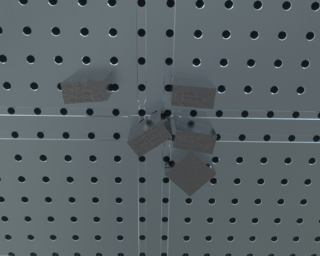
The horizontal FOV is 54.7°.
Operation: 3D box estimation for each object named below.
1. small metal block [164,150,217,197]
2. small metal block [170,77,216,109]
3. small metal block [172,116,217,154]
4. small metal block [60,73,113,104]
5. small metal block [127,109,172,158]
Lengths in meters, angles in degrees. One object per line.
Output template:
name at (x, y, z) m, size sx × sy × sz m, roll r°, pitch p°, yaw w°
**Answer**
small metal block at (0.042, 0.060, 0.436) m, size 0.050 × 0.025 × 0.050 m, roll 43°, pitch 104°, yaw -15°
small metal block at (0.039, -0.045, 0.384) m, size 0.050 × 0.050 × 0.025 m, roll 5°, pitch 110°, yaw -2°
small metal block at (0.043, 0.009, 0.404) m, size 0.050 × 0.050 × 0.025 m, roll 10°, pitch 110°, yaw -4°
small metal block at (-0.088, -0.050, 0.380) m, size 0.050 × 0.050 × 0.025 m, roll -4°, pitch 110°, yaw 1°
small metal block at (-0.013, 0.006, 0.402) m, size 0.050 × 0.050 × 0.025 m, roll -33°, pitch 107°, yaw 11°
